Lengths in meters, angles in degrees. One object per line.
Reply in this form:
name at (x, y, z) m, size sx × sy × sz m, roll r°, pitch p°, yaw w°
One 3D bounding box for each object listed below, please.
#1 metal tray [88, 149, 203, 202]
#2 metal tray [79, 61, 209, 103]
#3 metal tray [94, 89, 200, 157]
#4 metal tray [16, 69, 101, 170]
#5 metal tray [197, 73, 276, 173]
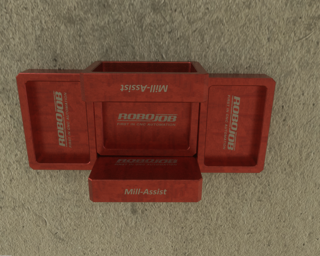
metal tray at (-0.017, 0.057, 0.396) m, size 0.131 × 0.090 × 0.030 m, roll 0°, pitch 110°, yaw -1°
metal tray at (-0.016, -0.056, 0.356) m, size 0.131 × 0.090 × 0.030 m, roll 0°, pitch 110°, yaw -1°
metal tray at (-0.017, -0.010, 0.404) m, size 0.131 × 0.030 × 0.089 m, roll 1°, pitch 110°, yaw -1°
metal tray at (-0.127, -0.009, 0.403) m, size 0.091 × 0.030 × 0.129 m, roll 0°, pitch 110°, yaw -1°
metal tray at (0.095, -0.005, 0.408) m, size 0.091 × 0.030 × 0.129 m, roll 0°, pitch 110°, yaw -1°
